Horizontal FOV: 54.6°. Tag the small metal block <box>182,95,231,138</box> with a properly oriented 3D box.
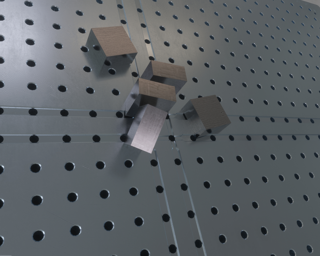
[{"bbox_3d":[0.068,-0.018,0.455,0.050,0.025,0.050,-14,69,-34],"label":"small metal block"}]

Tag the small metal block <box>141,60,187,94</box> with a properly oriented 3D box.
[{"bbox_3d":[0.002,-0.065,0.432,0.050,0.050,0.025,6,59,-25],"label":"small metal block"}]

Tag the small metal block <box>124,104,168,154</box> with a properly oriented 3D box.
[{"bbox_3d":[-0.018,0.001,0.370,0.025,0.050,0.050,24,84,-14],"label":"small metal block"}]

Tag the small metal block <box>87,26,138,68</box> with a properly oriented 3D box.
[{"bbox_3d":[-0.068,-0.116,0.442,0.050,0.025,0.050,-18,71,-35],"label":"small metal block"}]

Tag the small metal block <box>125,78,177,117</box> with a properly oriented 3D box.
[{"bbox_3d":[-0.013,-0.035,0.405,0.050,0.050,0.025,10,55,-23],"label":"small metal block"}]
